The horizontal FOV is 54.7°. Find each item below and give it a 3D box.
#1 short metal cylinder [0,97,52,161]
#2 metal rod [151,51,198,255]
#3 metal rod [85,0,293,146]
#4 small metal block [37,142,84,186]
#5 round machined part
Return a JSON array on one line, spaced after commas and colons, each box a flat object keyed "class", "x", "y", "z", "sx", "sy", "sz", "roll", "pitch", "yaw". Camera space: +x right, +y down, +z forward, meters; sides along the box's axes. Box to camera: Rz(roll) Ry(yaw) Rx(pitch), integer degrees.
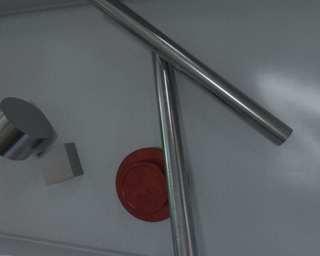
[{"class": "short metal cylinder", "x": -0.209, "y": 0.001, "z": 0.453, "sx": 0.050, "sy": 0.080, "sz": 0.080, "roll": -43, "pitch": 77, "yaw": 15}, {"class": "metal rod", "x": 0.016, "y": 0.032, "z": 0.361, "sx": 0.025, "sy": 0.025, "sz": 0.299, "roll": -14, "pitch": 69, "yaw": 19}, {"class": "metal rod", "x": 0.029, "y": -0.081, "z": 0.377, "sx": 0.300, "sy": 0.025, "sz": 0.025, "roll": 38, "pitch": 102, "yaw": 7}, {"class": "small metal block", "x": -0.148, "y": 0.054, "z": 0.461, "sx": 0.050, "sy": 0.025, "sz": 0.050, "roll": -20, "pitch": 84, "yaw": 18}, {"class": "round machined part", "x": -0.015, "y": 0.075, "z": 0.406, "sx": 0.098, "sy": 0.042, "sz": 0.097, "roll": 0, "pitch": 90, "yaw": 19}]
